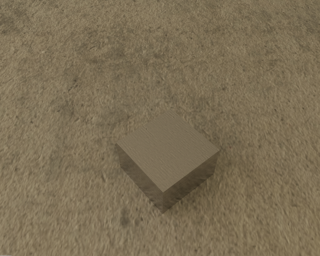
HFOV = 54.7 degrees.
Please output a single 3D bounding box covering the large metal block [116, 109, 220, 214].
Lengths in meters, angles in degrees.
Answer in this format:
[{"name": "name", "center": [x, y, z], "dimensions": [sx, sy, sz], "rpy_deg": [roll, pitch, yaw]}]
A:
[{"name": "large metal block", "center": [0.008, 0.036, 0.357], "dimensions": [0.081, 0.050, 0.080], "rpy_deg": [-32, 57, -25]}]
